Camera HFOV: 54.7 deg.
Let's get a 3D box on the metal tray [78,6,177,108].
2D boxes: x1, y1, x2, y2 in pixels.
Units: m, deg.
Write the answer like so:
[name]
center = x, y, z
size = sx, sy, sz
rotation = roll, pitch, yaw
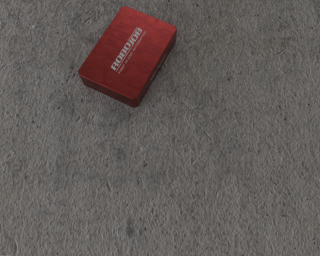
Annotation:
[metal tray]
center = -0.043, -0.104, 0.443
size = 0.090, 0.030, 0.130
rotation = 25, 72, 9
